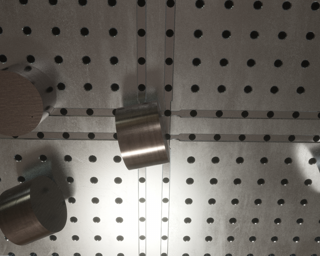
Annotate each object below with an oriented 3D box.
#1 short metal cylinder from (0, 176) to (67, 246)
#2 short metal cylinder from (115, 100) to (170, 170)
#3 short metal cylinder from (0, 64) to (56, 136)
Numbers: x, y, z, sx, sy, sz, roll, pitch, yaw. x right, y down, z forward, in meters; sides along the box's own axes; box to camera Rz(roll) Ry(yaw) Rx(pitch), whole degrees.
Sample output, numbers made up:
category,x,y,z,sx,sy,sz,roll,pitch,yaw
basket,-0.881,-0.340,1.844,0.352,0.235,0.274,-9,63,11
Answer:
category,x,y,z,sx,sy,sz,roll,pitch,yaw
short metal cylinder,-0.172,0.112,0.423,0.050,0.080,0.080,-24,109,8
short metal cylinder,-0.020,0.009,0.387,0.050,0.080,0.079,-11,110,4
short metal cylinder,-0.177,-0.036,0.384,0.081,0.050,0.079,0,110,-1
